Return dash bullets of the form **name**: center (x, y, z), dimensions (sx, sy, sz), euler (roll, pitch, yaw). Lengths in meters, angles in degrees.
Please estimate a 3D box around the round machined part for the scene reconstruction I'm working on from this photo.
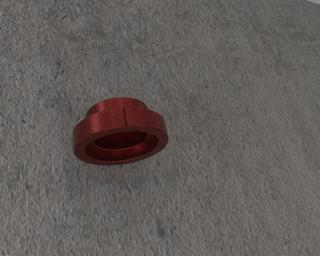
- **round machined part**: center (-0.043, 0.002, 0.332), dimensions (0.099, 0.098, 0.042), euler (2, 61, -27)
